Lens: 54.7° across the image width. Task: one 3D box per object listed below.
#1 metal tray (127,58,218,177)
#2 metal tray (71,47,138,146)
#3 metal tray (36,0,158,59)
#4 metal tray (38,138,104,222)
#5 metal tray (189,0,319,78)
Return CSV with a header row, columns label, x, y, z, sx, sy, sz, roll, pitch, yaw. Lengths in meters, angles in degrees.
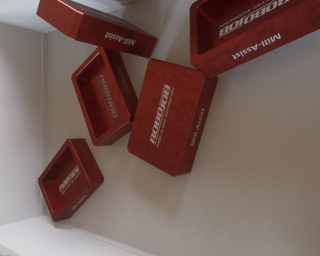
label,x,y,z,sx,sy,sz,roll,pitch,yaw
metal tray,0.012,-0.015,0.394,0.090,0.030,0.129,24,105,37
metal tray,-0.083,-0.048,0.472,0.090,0.030,0.130,-34,69,34
metal tray,-0.078,-0.131,0.403,0.090,0.131,0.030,38,113,33
metal tray,-0.157,0.090,0.533,0.129,0.030,0.090,-47,62,30
metal tray,0.090,-0.115,0.308,0.130,0.030,0.090,-21,55,37
